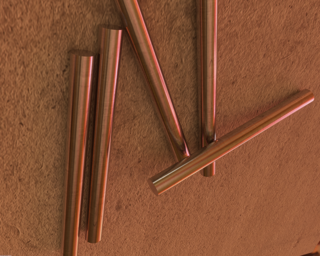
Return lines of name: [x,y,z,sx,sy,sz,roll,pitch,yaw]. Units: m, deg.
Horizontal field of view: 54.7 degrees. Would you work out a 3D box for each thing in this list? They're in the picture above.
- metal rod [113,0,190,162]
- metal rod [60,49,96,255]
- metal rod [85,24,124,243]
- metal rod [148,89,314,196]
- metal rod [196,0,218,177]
metal rod: [-0.005,-0.053,0.370,0.025,0.025,0.299,-29,128,-10]
metal rod: [-0.105,0.054,0.382,0.025,0.025,0.298,-3,120,-27]
metal rod: [-0.073,0.028,0.383,0.025,0.025,0.298,-4,121,-26]
metal rod: [0.116,0.012,0.450,0.302,0.025,0.025,-27,128,-22]
metal rod: [0.062,-0.054,0.406,0.025,0.025,0.298,-19,126,-18]
